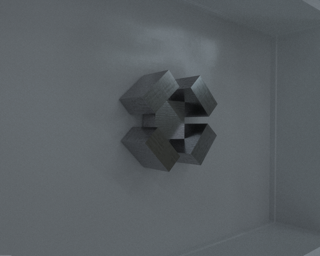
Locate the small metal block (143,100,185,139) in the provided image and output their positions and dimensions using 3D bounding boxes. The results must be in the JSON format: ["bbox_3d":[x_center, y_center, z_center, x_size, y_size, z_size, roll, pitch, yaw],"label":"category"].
[{"bbox_3d":[0.006,-0.011,0.408,0.050,0.025,0.050,1,90,-40],"label":"small metal block"}]

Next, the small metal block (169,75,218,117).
[{"bbox_3d":[0.042,-0.042,0.422,0.025,0.050,0.050,-53,122,-28],"label":"small metal block"}]

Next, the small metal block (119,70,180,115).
[{"bbox_3d":[-0.013,-0.043,0.376,0.050,0.050,0.025,-49,119,-28],"label":"small metal block"}]

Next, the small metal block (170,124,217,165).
[{"bbox_3d":[0.041,0.021,0.422,0.025,0.050,0.050,49,60,-30],"label":"small metal block"}]

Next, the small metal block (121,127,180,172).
[{"bbox_3d":[-0.012,0.025,0.378,0.025,0.050,0.050,-52,120,-26],"label":"small metal block"}]
